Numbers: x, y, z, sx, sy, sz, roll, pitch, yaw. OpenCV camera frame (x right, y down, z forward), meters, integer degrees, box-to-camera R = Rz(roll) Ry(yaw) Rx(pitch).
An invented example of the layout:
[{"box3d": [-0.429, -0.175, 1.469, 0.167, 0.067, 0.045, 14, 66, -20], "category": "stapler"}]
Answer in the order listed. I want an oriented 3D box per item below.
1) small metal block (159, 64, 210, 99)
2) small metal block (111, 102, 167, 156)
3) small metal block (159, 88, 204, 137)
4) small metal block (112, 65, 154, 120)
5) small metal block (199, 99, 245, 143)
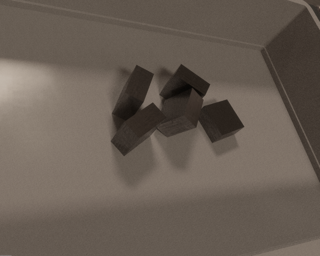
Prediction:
[{"box3d": [0.035, -0.055, 0.444, 0.050, 0.050, 0.025, 34, 51, -7], "category": "small metal block"}, {"box3d": [-0.026, 0.002, 0.376, 0.025, 0.050, 0.050, 48, 51, 5], "category": "small metal block"}, {"box3d": [0.026, -0.020, 0.414, 0.025, 0.050, 0.050, 43, 47, -28], "category": "small metal block"}, {"box3d": [-0.035, -0.044, 0.399, 0.025, 0.050, 0.050, 26, 52, -13], "category": "small metal block"}, {"box3d": [0.089, -0.011, 0.463, 0.050, 0.025, 0.050, -18, 71, -35], "category": "small metal block"}]
